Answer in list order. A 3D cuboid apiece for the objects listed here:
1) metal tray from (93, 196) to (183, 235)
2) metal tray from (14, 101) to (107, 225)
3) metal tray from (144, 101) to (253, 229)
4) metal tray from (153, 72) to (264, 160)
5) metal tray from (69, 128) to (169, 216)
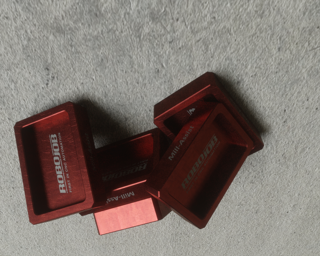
[{"bbox_3d":[-0.024,0.112,0.447,0.090,0.030,0.130,-19,173,15],"label":"metal tray"},{"bbox_3d":[-0.124,0.043,0.381,0.090,0.129,0.030,-19,166,15],"label":"metal tray"},{"bbox_3d":[0.051,0.043,0.373,0.090,0.030,0.130,45,72,-31],"label":"metal tray"},{"bbox_3d":[0.065,-0.001,0.406,0.090,0.030,0.130,-31,124,23],"label":"metal tray"},{"bbox_3d":[-0.053,0.057,0.414,0.130,0.090,0.030,-19,128,15],"label":"metal tray"}]
